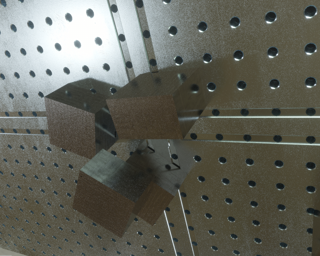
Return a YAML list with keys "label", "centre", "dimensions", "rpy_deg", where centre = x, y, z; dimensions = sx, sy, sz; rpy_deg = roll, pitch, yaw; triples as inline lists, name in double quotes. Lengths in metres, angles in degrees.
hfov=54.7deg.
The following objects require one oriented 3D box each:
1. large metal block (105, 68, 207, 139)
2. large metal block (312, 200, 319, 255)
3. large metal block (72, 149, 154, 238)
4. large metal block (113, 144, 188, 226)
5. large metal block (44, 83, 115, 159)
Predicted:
- label: "large metal block"
  centre: [-0.001, -0.029, 0.357]
  dimensions: [0.080, 0.080, 0.050]
  rpy_deg: [-1, 118, 28]
- label: "large metal block"
  centre: [0.216, 0.117, 0.335]
  dimensions: [0.080, 0.080, 0.050]
  rpy_deg: [16, 125, 18]
- label: "large metal block"
  centre: [-0.065, 0.088, 0.417]
  dimensions: [0.080, 0.050, 0.079]
  rpy_deg: [29, 128, 10]
- label: "large metal block"
  centre: [-0.019, 0.084, 0.455]
  dimensions: [0.080, 0.050, 0.079]
  rpy_deg: [33, 129, 6]
- label: "large metal block"
  centre: [-0.113, -0.009, 0.447]
  dimensions: [0.080, 0.050, 0.079]
  rpy_deg: [18, 126, 17]
